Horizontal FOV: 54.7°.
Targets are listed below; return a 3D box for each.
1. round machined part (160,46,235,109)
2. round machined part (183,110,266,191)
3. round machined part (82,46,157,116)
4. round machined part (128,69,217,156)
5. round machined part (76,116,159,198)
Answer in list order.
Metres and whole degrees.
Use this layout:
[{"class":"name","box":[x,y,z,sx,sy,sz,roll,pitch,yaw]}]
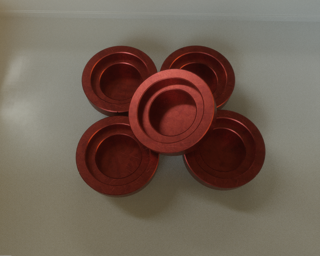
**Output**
[{"class":"round machined part","box":[0.048,-0.059,0.421,0.099,0.042,0.098,0,70,-1]},{"class":"round machined part","box":[0.077,0.030,0.389,0.099,0.042,0.098,0,70,-1]},{"class":"round machined part","box":[-0.052,-0.058,0.419,0.099,0.042,0.098,0,70,-1]},{"class":"round machined part","box":[0.017,-0.015,0.359,0.098,0.042,0.098,-5,74,17]},{"class":"round machined part","box":[-0.050,0.037,0.385,0.099,0.042,0.098,0,70,-1]}]
